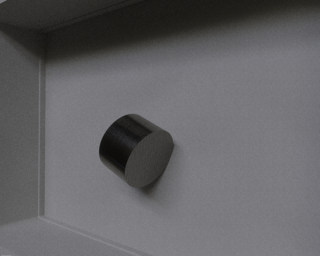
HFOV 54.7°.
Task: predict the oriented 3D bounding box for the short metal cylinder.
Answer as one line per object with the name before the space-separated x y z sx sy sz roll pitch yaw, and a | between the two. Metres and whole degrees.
short metal cylinder | -0.029 0.028 0.393 0.050 0.081 0.079 31 109 35
